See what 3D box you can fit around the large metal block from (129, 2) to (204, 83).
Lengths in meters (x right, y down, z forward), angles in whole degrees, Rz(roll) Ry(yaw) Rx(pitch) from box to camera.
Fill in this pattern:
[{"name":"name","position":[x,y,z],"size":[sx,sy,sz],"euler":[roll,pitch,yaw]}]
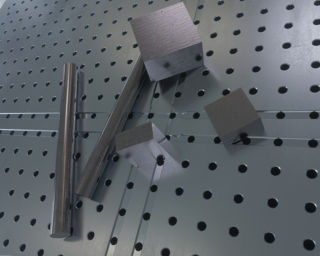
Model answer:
[{"name":"large metal block","position":[0.010,-0.122,0.444],"size":[0.080,0.050,0.080],"euler":[-19,63,1]}]

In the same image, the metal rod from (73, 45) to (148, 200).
[{"name":"metal rod","position":[-0.050,-0.041,0.459],"size":[0.025,0.025,0.300],"euler":[8,66,32]}]

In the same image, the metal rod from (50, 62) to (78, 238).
[{"name":"metal rod","position":[-0.144,0.013,0.475],"size":[0.025,0.025,0.299],"euler":[-20,54,16]}]

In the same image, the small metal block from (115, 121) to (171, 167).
[{"name":"small metal block","position":[-0.021,0.022,0.390],"size":[0.050,0.050,0.025],"euler":[-20,54,17]}]

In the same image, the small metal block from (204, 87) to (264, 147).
[{"name":"small metal block","position":[0.087,-0.013,0.370],"size":[0.050,0.025,0.050],"euler":[-28,52,10]}]
